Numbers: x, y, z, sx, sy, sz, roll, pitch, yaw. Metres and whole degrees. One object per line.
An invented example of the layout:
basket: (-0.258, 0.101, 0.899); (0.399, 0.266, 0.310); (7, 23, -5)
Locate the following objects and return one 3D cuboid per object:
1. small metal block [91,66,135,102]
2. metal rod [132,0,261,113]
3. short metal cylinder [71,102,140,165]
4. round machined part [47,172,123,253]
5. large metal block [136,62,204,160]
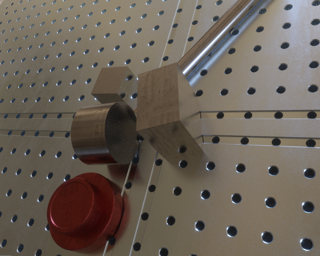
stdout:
small metal block: (-0.073, -0.068, 0.487); (0.050, 0.025, 0.050); (3, 63, 29)
metal rod: (0.072, -0.126, 0.446); (0.300, 0.025, 0.025); (-47, 52, -5)
short metal cylinder: (-0.069, 0.008, 0.402); (0.050, 0.080, 0.080); (-5, 60, 26)
round machined part: (-0.100, 0.101, 0.386); (0.098, 0.042, 0.098); (-13, 56, 20)
large metal block: (0.014, -0.018, 0.376); (0.050, 0.080, 0.080); (-14, 56, 20)
